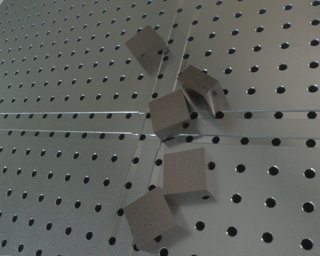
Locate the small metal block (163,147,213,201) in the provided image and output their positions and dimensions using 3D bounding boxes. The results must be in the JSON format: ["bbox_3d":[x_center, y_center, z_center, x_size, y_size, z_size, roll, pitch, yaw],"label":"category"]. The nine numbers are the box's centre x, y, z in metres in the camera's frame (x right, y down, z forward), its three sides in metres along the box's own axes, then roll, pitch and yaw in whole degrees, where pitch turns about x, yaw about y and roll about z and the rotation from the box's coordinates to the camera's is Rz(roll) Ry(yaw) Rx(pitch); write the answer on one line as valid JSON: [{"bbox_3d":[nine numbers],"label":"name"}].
[{"bbox_3d":[0.032,0.054,0.357,0.050,0.025,0.050,-12,57,21],"label":"small metal block"}]

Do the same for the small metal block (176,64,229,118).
[{"bbox_3d":[0.055,-0.046,0.391,0.025,0.050,0.050,-46,52,-4],"label":"small metal block"}]

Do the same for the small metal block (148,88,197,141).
[{"bbox_3d":[0.016,-0.017,0.410,0.050,0.025,0.050,-22,54,15],"label":"small metal block"}]

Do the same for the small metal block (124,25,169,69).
[{"bbox_3d":[-0.022,-0.132,0.499,0.050,0.025,0.050,-37,51,3],"label":"small metal block"}]

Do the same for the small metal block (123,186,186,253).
[{"bbox_3d":[-0.007,0.102,0.348,0.050,0.025,0.050,-34,52,6],"label":"small metal block"}]
